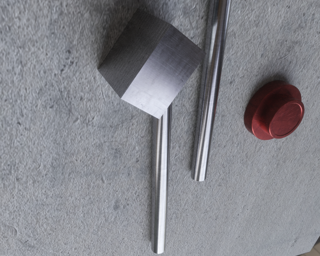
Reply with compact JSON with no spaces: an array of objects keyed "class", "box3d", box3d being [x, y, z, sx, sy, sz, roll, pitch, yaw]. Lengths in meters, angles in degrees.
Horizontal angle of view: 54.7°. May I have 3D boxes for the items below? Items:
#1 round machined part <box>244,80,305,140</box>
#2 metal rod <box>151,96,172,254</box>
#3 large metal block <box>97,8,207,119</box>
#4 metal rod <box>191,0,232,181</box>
[{"class":"round machined part","box3d":[0.185,-0.022,0.486,0.099,0.042,0.097,-14,125,-21]},{"class":"metal rod","box3d":[0.000,0.079,0.457,0.025,0.025,0.298,-13,124,-22]},{"class":"large metal block","box3d":[-0.012,-0.069,0.323,0.050,0.080,0.080,28,103,-38]},{"class":"metal rod","box3d":[0.066,-0.052,0.412,0.025,0.025,0.298,-12,124,-22]}]
